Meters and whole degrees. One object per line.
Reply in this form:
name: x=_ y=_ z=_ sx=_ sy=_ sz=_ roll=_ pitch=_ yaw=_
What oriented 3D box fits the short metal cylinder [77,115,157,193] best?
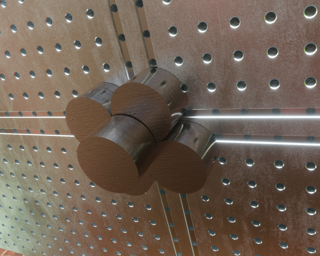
short metal cylinder: x=-0.051 y=0.031 z=0.372 sx=0.080 sy=0.050 sz=0.079 roll=13 pitch=125 yaw=19

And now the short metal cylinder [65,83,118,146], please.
short metal cylinder: x=-0.081 y=-0.016 z=0.425 sx=0.080 sy=0.050 sz=0.079 roll=13 pitch=124 yaw=20

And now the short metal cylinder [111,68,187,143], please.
short metal cylinder: x=-0.013 y=-0.028 z=0.382 sx=0.080 sy=0.050 sz=0.079 roll=13 pitch=124 yaw=20

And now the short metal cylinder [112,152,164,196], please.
short metal cylinder: x=-0.038 y=0.049 z=0.443 sx=0.080 sy=0.050 sz=0.079 roll=13 pitch=124 yaw=20

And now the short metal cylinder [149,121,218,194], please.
short metal cylinder: x=0.030 y=0.038 z=0.401 sx=0.080 sy=0.050 sz=0.079 roll=13 pitch=124 yaw=20
